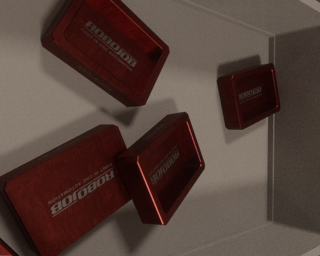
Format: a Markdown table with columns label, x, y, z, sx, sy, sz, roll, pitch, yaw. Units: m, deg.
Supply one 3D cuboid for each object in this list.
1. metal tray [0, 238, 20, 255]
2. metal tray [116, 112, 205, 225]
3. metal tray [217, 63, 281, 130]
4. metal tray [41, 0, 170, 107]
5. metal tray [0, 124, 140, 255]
| label | x | y | z | sx | sy | sz | roll | pitch | yaw |
| --- | --- | --- | --- | --- | --- | --- | --- | --- | --- |
| metal tray | -0.135 | 0.110 | 0.252 | 0.030 | 0.090 | 0.130 | -46 | 118 | -30 |
| metal tray | 0.009 | 0.045 | 0.388 | 0.131 | 0.030 | 0.090 | -42 | 117 | -51 |
| metal tray | 0.158 | -0.057 | 0.539 | 0.131 | 0.030 | 0.089 | -22 | 104 | -38 |
| metal tray | -0.055 | -0.094 | 0.358 | 0.130 | 0.030 | 0.090 | 36 | 68 | -34 |
| metal tray | -0.088 | 0.062 | 0.331 | 0.131 | 0.030 | 0.090 | -32 | 110 | -36 |
